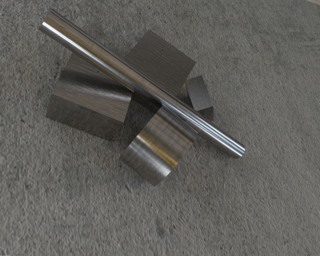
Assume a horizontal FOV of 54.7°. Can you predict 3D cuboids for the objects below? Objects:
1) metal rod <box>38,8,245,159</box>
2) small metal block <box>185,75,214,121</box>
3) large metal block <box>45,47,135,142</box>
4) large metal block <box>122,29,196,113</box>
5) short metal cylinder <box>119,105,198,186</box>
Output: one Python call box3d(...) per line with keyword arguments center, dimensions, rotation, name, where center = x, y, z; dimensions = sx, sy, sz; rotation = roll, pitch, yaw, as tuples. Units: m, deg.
box3d(center=(0.000, -0.037, 0.375), dimensions=(0.301, 0.025, 0.025), rotation=(32, 50, -28), name="metal rod")
box3d(center=(0.056, -0.038, 0.440), dimensions=(0.025, 0.050, 0.050), rotation=(-17, 67, 4), name="small metal block")
box3d(center=(-0.079, -0.041, 0.371), dimensions=(0.080, 0.050, 0.080), rotation=(23, 53, -15), name="large metal block")
box3d(center=(-0.008, -0.076, 0.428), dimensions=(0.080, 0.050, 0.080), rotation=(34, 51, -6), name="large metal block")
box3d(center=(-0.002, 0.020, 0.356), dimensions=(0.050, 0.080, 0.080), rotation=(40, 51, -2), name="short metal cylinder")
